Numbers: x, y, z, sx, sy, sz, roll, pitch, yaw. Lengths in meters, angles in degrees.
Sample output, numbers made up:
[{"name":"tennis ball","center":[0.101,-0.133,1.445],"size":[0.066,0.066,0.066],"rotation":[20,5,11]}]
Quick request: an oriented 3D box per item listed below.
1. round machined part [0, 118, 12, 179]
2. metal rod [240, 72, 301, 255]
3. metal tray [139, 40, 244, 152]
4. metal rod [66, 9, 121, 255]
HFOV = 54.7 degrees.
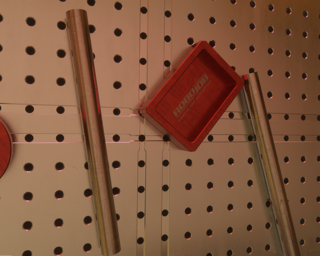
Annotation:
[{"name":"round machined part","center":[-0.209,0.022,0.326],"size":[0.099,0.042,0.097],"rotation":[0,90,-21]},{"name":"metal rod","center":[0.172,0.062,0.478],"size":[0.025,0.025,0.298],"rotation":[-17,96,-20]},{"name":"metal tray","center":[0.046,-0.043,0.428],"size":[0.090,0.030,0.130],"rotation":[42,77,-16]},{"name":"metal rod","center":[-0.082,0.008,0.383],"size":[0.025,0.025,0.298],"rotation":[-9,93,-20]}]
